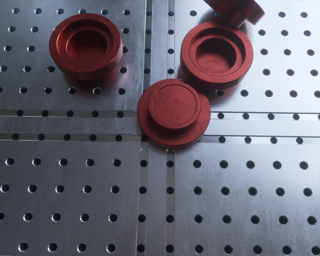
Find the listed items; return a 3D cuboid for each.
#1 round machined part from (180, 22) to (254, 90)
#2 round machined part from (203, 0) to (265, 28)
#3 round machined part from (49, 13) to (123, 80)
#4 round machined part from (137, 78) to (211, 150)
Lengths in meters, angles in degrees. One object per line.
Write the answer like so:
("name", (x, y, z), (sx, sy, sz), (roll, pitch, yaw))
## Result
("round machined part", (0.077, -0.097, 0.438), (0.099, 0.042, 0.098), (0, 71, 0))
("round machined part", (0.101, -0.181, 0.450), (0.098, 0.098, 0.042), (48, 113, 15))
("round machined part", (-0.102, -0.111, 0.443), (0.099, 0.042, 0.098), (0, 70, 0))
("round machined part", (0.018, -0.023, 0.411), (0.099, 0.042, 0.098), (0, 70, 0))
